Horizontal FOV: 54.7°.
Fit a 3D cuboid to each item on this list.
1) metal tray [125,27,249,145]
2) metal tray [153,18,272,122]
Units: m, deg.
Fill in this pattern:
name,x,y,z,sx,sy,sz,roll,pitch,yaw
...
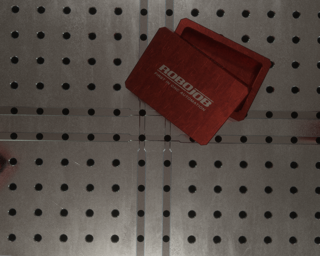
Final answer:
name,x,y,z,sx,sy,sz,roll,pitch,yaw
metal tray,0.033,-0.052,0.387,0.130,0.030,0.090,38,110,6
metal tray,0.067,-0.075,0.411,0.131,0.030,0.090,26,90,-1
